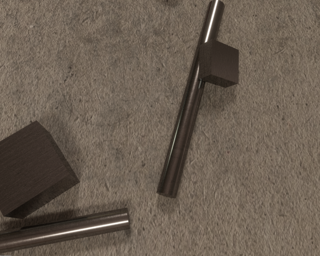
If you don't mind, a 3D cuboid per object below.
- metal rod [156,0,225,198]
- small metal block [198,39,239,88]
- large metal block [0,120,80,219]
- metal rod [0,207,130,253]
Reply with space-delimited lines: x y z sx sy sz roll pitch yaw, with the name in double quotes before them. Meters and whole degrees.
"metal rod" 0.048 -0.053 0.428 0.025 0.025 0.299 15 70 5
"small metal block" 0.081 -0.087 0.425 0.050 0.025 0.050 11 76 -32
"large metal block" -0.158 0.051 0.374 0.080 0.050 0.080 -33 74 -12
"metal rod" -0.186 0.132 0.357 0.302 0.025 0.025 -9 71 -4
